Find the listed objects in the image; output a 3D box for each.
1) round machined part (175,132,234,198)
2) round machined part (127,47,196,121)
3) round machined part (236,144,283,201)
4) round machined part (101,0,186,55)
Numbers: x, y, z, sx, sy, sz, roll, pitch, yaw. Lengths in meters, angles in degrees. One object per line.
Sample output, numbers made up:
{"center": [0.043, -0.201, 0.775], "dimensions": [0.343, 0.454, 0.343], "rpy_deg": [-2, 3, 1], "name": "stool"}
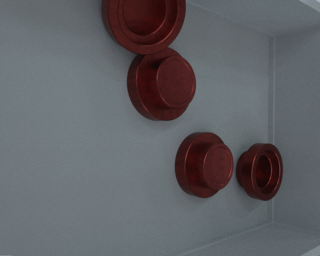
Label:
{"center": [0.072, 0.055, 0.459], "dimensions": [0.099, 0.042, 0.097], "rpy_deg": [0, 90, -40], "name": "round machined part"}
{"center": [0.009, -0.058, 0.405], "dimensions": [0.099, 0.042, 0.097], "rpy_deg": [0, 90, -40], "name": "round machined part"}
{"center": [0.171, 0.075, 0.542], "dimensions": [0.099, 0.042, 0.097], "rpy_deg": [0, 90, -40], "name": "round machined part"}
{"center": [-0.022, -0.139, 0.363], "dimensions": [0.099, 0.042, 0.097], "rpy_deg": [-16, 123, -25], "name": "round machined part"}
